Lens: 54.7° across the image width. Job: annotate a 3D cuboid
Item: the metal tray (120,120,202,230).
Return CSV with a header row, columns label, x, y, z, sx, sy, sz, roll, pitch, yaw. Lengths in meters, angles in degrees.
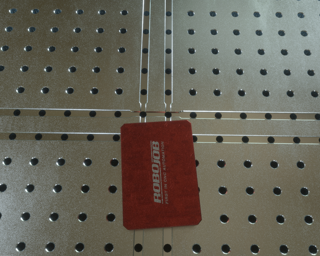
label,x,y,z,sx,sy,sz,roll,pitch,yaw
metal tray,-0.001,0.057,0.388,0.091,0.030,0.129,-4,70,-2
